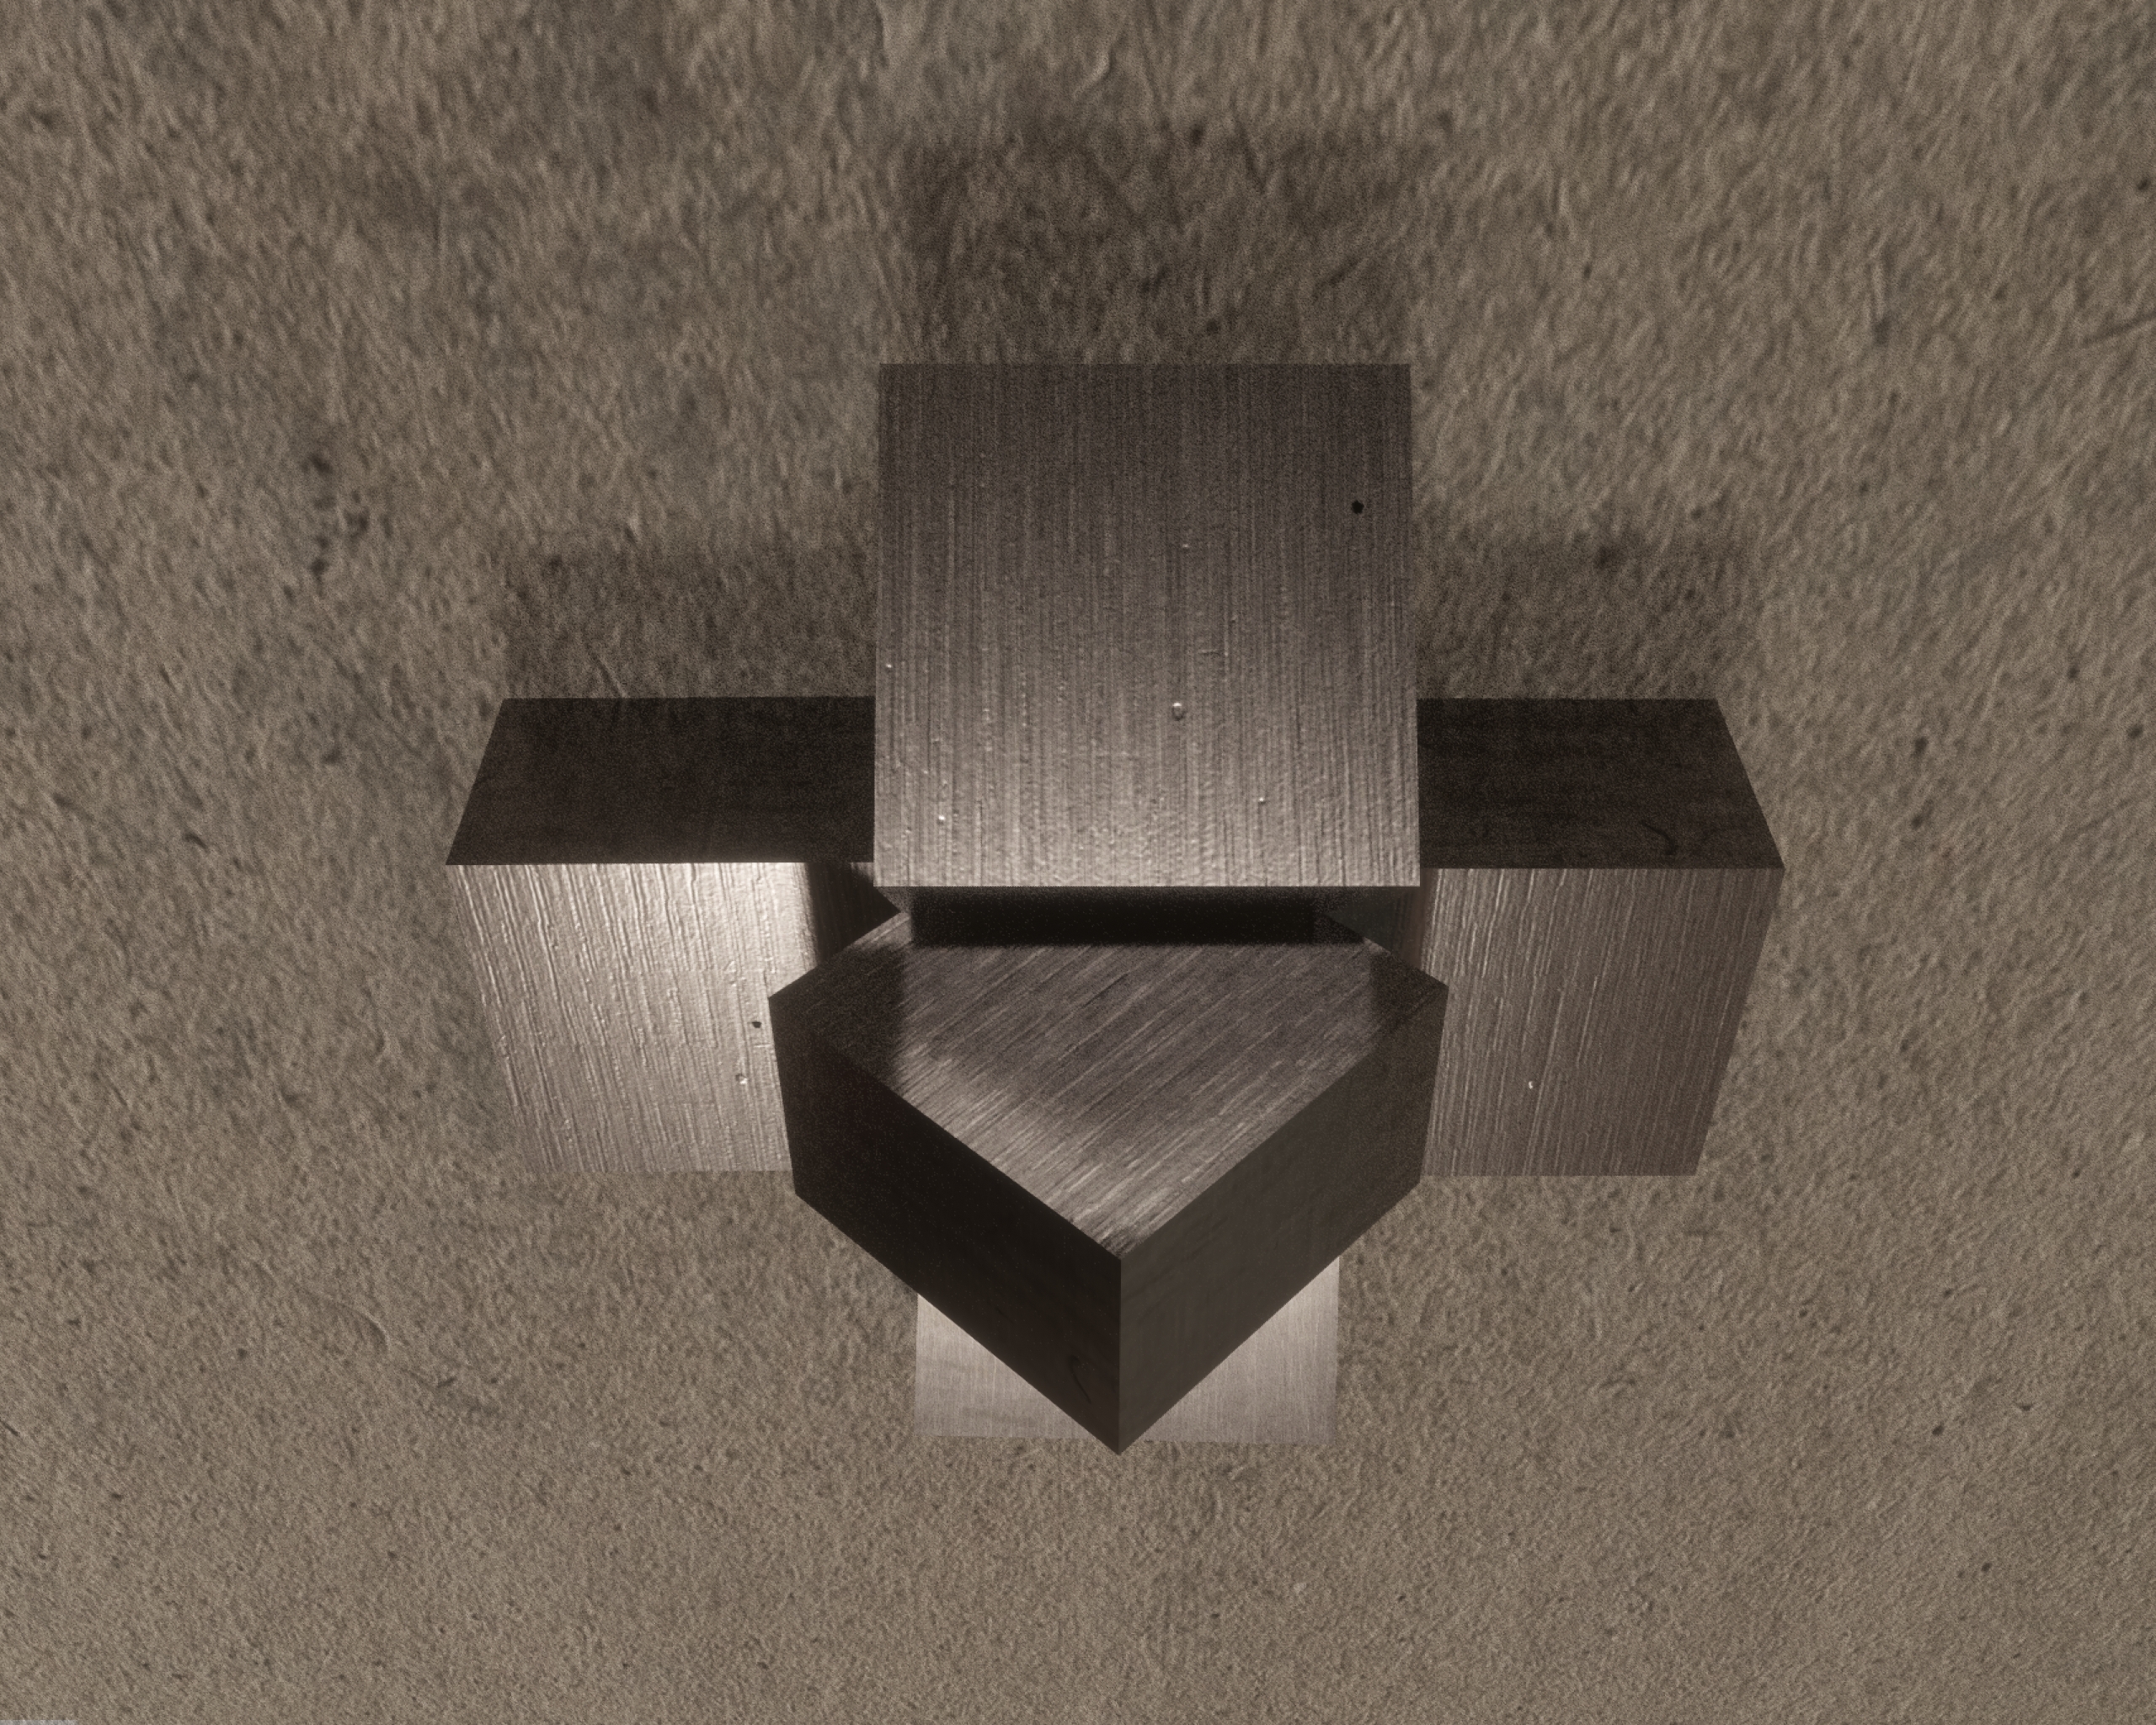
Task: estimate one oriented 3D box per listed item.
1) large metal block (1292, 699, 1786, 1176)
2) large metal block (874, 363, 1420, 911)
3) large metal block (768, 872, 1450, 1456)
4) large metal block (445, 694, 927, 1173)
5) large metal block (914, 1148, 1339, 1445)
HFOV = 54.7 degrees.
[{"bbox_3d":[0.081,0.015,0.403,0.081,0.050,0.079,0,130,-1],"label":"large metal block"},{"bbox_3d":[0.010,-0.034,0.337,0.081,0.080,0.050,0,174,0],"label":"large metal block"},{"bbox_3d":[0.005,0.041,0.364,0.080,0.081,0.050,32,140,32],"label":"large metal block"},{"bbox_3d":[-0.068,0.014,0.403,0.081,0.050,0.079,0,130,0],"label":"large metal block"},{"bbox_3d":[0.009,0.087,0.439,0.081,0.080,0.050,2,87,-1],"label":"large metal block"}]
